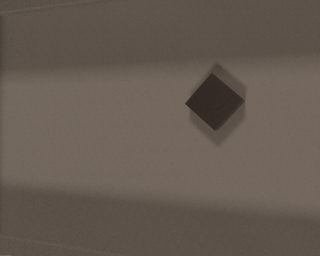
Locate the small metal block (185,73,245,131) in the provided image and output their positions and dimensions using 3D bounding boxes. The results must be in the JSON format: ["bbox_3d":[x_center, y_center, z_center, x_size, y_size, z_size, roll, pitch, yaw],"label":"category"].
[{"bbox_3d":[0.069,-0.032,0.386,0.050,0.025,0.050,44,103,14],"label":"small metal block"}]
